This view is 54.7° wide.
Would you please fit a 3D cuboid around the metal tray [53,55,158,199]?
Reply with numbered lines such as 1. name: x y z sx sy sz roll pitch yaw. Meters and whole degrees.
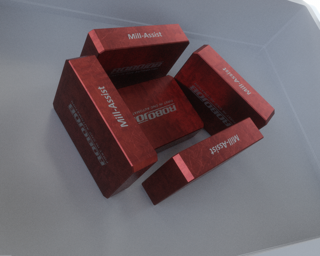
1. metal tray: -0.064 0.001 0.327 0.030 0.090 0.130 -23 75 -37

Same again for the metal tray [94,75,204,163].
1. metal tray: -0.016 -0.013 0.400 0.131 0.030 0.090 -22 74 -36

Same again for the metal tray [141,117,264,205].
1. metal tray: 0.051 0.038 0.367 0.131 0.090 0.030 -23 74 -36

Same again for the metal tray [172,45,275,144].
1. metal tray: 0.080 -0.039 0.431 0.130 0.090 0.030 45 52 3

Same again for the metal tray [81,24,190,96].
1. metal tray: -0.036 -0.087 0.396 0.131 0.090 0.030 -17 71 -35
